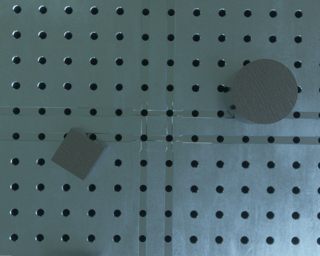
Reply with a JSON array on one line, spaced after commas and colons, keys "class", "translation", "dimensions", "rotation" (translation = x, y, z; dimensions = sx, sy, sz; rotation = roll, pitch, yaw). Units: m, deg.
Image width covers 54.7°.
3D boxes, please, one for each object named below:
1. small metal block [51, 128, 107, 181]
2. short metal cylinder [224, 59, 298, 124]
[{"class": "small metal block", "translation": [-0.107, 0.034, 0.412], "dimensions": [0.050, 0.025, 0.050], "rotation": [32, 90, 0]}, {"class": "short metal cylinder", "translation": [0.128, -0.044, 0.402], "dimensions": [0.081, 0.050, 0.080], "rotation": [0, 90, 0]}]
